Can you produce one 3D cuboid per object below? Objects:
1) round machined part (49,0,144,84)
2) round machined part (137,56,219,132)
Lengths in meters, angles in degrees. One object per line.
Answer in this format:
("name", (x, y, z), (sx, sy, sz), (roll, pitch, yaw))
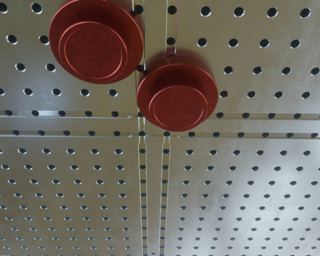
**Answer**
("round machined part", (-0.067, -0.087, 0.326), (0.099, 0.042, 0.097), (-1, 130, 0))
("round machined part", (0.021, -0.033, 0.373), (0.099, 0.042, 0.097), (-1, 130, 0))
